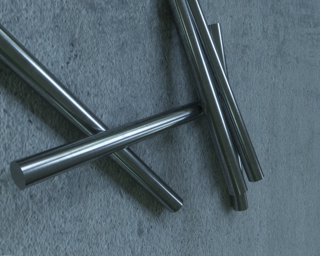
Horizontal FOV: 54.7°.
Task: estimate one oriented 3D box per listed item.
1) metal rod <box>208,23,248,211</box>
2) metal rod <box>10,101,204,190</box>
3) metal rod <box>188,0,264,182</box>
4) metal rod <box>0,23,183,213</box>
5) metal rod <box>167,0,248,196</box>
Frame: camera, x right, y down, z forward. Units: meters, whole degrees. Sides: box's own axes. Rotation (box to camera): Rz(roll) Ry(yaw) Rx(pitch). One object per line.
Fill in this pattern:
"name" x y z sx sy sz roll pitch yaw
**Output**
"metal rod" 0.107 -0.011 0.493 0.025 0.025 0.298 -18 102 -39
"metal rod" -0.019 0.001 0.362 0.302 0.025 0.025 -21 104 -46
"metal rod" 0.093 -0.057 0.459 0.025 0.025 0.299 -30 102 -36
"metal rod" -0.067 0.008 0.348 0.300 0.025 0.025 48 62 -30
"metal rod" 0.062 -0.054 0.421 0.025 0.025 0.298 -20 92 -38
